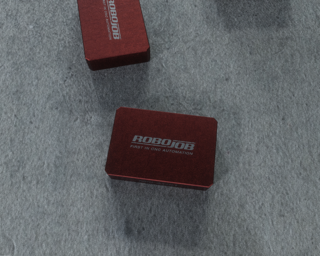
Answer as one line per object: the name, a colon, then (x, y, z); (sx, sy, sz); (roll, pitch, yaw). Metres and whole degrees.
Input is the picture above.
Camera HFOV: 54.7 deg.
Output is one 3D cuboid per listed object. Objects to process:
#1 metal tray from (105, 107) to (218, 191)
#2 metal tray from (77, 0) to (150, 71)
metal tray: (0.004, 0.026, 0.396); (0.131, 0.030, 0.090); (7, 70, 2)
metal tray: (-0.070, -0.154, 0.461); (0.091, 0.030, 0.129); (-11, 70, -4)
